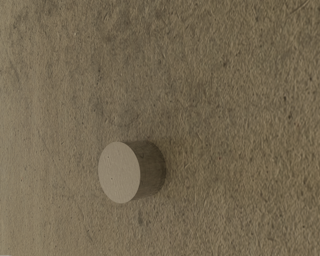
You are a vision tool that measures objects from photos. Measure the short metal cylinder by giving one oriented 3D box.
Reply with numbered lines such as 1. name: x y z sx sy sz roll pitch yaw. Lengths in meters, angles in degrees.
1. short metal cylinder: -0.038 0.057 0.422 0.080 0.050 0.080 0 90 40
